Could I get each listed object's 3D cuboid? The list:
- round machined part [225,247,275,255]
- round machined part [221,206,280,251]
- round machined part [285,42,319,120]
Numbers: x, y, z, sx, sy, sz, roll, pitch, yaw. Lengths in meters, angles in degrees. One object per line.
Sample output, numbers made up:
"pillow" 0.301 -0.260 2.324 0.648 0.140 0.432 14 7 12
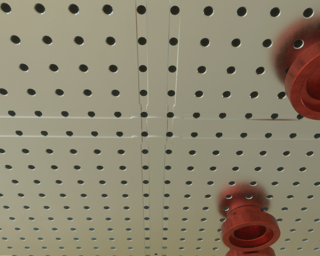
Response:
"round machined part" 0.179 0.255 0.618 0.099 0.042 0.097 0 130 0
"round machined part" 0.158 0.175 0.550 0.099 0.042 0.097 0 130 0
"round machined part" 0.192 -0.059 0.351 0.099 0.042 0.097 0 130 0
